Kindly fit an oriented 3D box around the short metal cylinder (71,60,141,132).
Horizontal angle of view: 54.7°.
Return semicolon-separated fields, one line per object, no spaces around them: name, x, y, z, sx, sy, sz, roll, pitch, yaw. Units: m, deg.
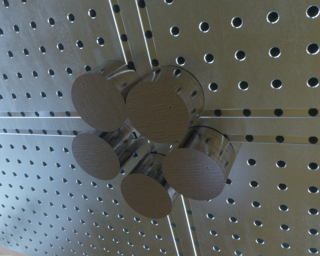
short metal cylinder;-0.067;-0.042;0.404;0.080;0.050;0.079;13;124;20

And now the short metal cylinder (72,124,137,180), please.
short metal cylinder;-0.081;0.030;0.456;0.080;0.050;0.079;13;124;20

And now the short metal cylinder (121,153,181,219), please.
short metal cylinder;-0.009;0.084;0.451;0.080;0.050;0.079;14;124;21

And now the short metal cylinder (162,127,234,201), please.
short metal cylinder;0.049;0.045;0.396;0.080;0.050;0.079;13;125;20

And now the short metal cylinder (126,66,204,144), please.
short metal cylinder;0.006;-0.028;0.373;0.080;0.050;0.079;13;124;21
